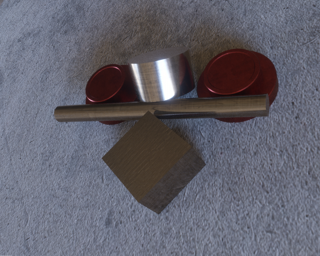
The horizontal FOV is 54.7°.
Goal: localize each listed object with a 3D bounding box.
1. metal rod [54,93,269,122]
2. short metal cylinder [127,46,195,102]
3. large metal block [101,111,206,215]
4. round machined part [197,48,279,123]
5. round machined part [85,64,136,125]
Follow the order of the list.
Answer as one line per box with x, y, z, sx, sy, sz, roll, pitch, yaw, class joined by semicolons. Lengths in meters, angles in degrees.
-0.018;-0.023;0.401;0.300;0.025;0.025;-1;61;27;metal rod
0.003;-0.072;0.408;0.080;0.050;0.080;-11;23;5;short metal cylinder
-0.008;0.039;0.366;0.080;0.050;0.080;-46;51;-4;large metal block
0.092;-0.058;0.382;0.098;0.042;0.098;-13;56;21;round machined part
-0.072;-0.057;0.466;0.098;0.042;0.098;-13;56;21;round machined part
